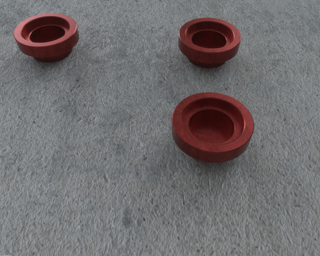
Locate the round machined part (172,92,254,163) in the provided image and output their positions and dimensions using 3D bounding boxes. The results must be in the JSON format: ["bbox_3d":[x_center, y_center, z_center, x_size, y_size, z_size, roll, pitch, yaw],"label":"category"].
[{"bbox_3d":[0.064,0.003,0.390,0.099,0.042,0.098,0,50,0],"label":"round machined part"}]

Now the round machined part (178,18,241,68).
[{"bbox_3d":[0.079,-0.136,0.506,0.099,0.042,0.098,0,50,0],"label":"round machined part"}]

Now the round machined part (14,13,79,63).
[{"bbox_3d":[-0.184,-0.146,0.514,0.099,0.042,0.098,0,50,0],"label":"round machined part"}]
